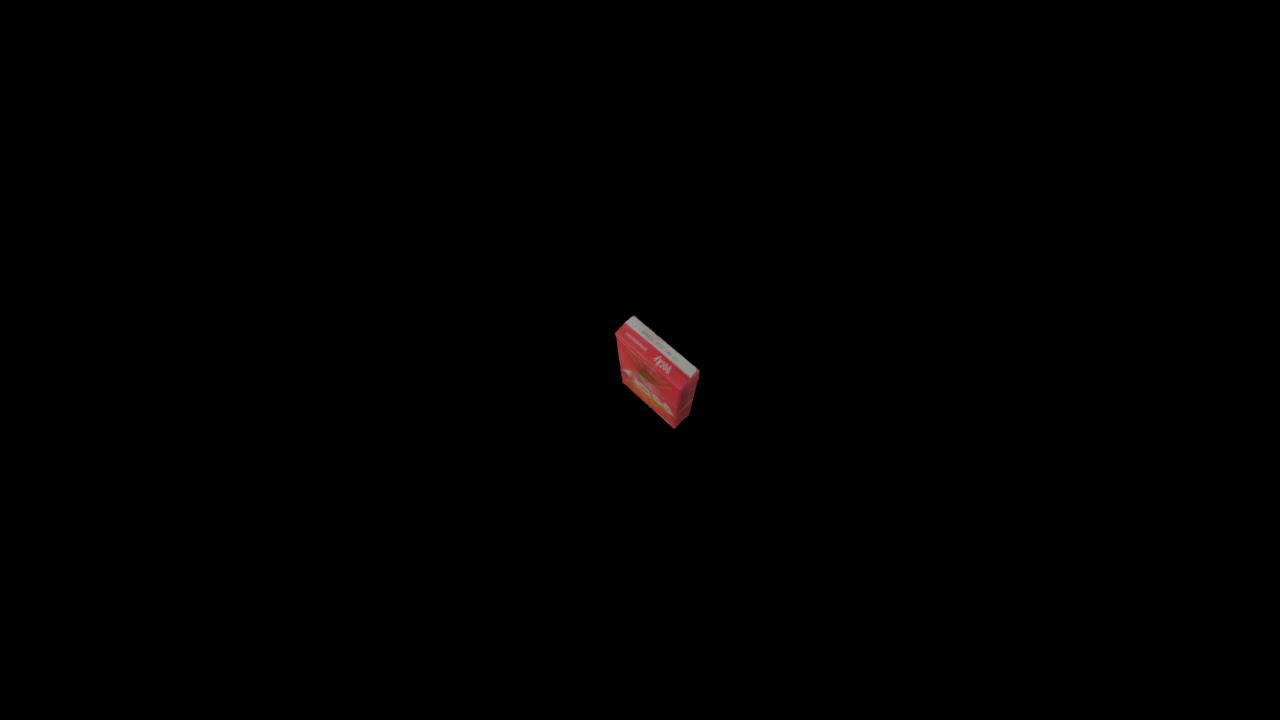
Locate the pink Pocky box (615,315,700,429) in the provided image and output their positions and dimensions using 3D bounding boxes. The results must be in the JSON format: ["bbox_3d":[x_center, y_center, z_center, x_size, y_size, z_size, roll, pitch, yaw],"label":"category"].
[{"bbox_3d":[0.016,0.018,0.629,0.084,0.029,0.155,42,-14,14],"label":"pink Pocky box"}]
